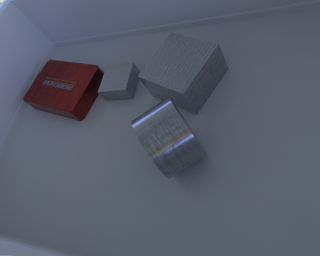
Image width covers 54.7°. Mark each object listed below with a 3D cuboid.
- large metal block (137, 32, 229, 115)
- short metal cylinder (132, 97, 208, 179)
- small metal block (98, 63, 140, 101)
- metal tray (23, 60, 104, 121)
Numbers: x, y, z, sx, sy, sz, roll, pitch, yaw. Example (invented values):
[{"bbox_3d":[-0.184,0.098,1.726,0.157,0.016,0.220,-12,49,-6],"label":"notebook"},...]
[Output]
[{"bbox_3d":[0.032,-0.075,0.418,0.080,0.050,0.080,27,76,36],"label":"large metal block"},{"bbox_3d":[0.011,0.011,0.357,0.050,0.080,0.080,-34,52,6],"label":"short metal cylinder"},{"bbox_3d":[-0.062,-0.071,0.480,0.050,0.025,0.050,-1,61,27],"label":"small metal block"},{"bbox_3d":[-0.162,-0.068,0.527,0.130,0.030,0.090,13,68,33],"label":"metal tray"}]
